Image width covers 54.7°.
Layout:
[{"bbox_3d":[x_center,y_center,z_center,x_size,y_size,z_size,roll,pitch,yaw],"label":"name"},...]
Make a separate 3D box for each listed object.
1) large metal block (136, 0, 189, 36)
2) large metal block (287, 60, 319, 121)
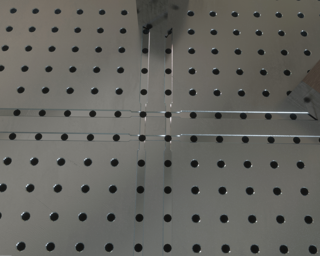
[{"bbox_3d":[0.007,-0.198,0.455,0.050,0.080,0.080,26,72,9],"label":"large metal block"},{"bbox_3d":[0.239,-0.055,0.422,0.080,0.050,0.080,41,75,13],"label":"large metal block"}]
